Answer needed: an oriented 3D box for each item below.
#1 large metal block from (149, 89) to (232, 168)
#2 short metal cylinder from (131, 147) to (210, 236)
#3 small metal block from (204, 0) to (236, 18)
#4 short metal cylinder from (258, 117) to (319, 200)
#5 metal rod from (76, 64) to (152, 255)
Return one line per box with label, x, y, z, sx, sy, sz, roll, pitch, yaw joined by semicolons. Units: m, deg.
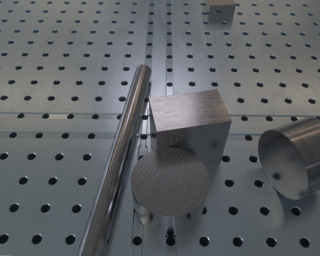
large metal block;0.032;0.005;0.368;0.081;0.080;0.050;-8;51;-7
short metal cylinder;0.010;0.068;0.334;0.081;0.050;0.080;0;50;0
small metal block;0.117;-0.245;0.615;0.050;0.025;0.050;-4;50;-4
short metal cylinder;0.155;0.033;0.345;0.050;0.080;0.080;-17;52;-14
metal rod;-0.048;0.025;0.386;0.025;0.025;0.300;7;50;5
